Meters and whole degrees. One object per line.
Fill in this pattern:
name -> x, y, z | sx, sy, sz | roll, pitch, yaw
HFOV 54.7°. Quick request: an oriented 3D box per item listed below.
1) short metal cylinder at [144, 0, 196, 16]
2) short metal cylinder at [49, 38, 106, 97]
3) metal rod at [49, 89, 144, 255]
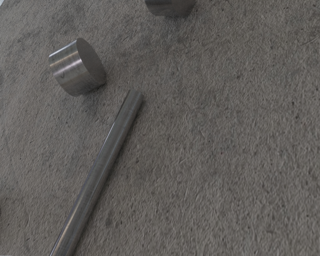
short metal cylinder -> 0.017, -0.221, 0.495 | 0.050, 0.080, 0.080 | 13, 69, 33
short metal cylinder -> -0.130, -0.096, 0.496 | 0.050, 0.080, 0.080 | -24, 53, 14
metal rod -> -0.089, 0.081, 0.401 | 0.025, 0.025, 0.300 | 10, 66, 32
